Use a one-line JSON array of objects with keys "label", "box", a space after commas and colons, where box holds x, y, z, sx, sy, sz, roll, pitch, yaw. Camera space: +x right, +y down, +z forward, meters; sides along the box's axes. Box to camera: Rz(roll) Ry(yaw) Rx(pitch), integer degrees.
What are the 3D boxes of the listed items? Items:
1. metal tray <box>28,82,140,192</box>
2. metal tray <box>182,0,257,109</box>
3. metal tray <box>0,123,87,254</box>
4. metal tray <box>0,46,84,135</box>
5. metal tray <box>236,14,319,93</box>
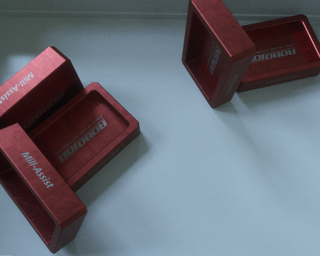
[{"label": "metal tray", "box": [-0.102, 0.013, 0.400, 0.130, 0.030, 0.090, -43, 76, -14]}, {"label": "metal tray", "box": [0.066, -0.090, 0.388, 0.030, 0.130, 0.090, -27, 73, -9]}, {"label": "metal tray", "box": [-0.140, 0.068, 0.346, 0.130, 0.089, 0.030, 46, 48, 14]}, {"label": "metal tray", "box": [-0.159, -0.029, 0.383, 0.030, 0.090, 0.130, 40, 75, 13]}, {"label": "metal tray", "box": [0.161, -0.109, 0.448, 0.131, 0.030, 0.090, -13, 71, -5]}]
